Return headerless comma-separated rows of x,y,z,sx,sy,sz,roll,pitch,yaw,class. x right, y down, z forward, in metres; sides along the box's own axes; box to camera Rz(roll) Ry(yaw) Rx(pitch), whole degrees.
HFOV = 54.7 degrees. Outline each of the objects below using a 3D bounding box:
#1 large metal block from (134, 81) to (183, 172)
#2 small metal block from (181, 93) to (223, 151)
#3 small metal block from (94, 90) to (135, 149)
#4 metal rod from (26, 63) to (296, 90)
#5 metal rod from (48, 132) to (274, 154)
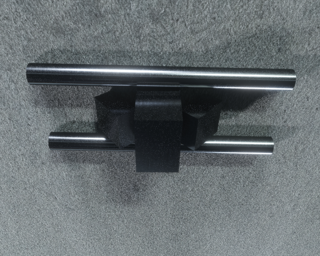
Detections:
-0.002,-0.003,0.373,0.050,0.080,0.079,1,130,-1,large metal block
0.050,-0.008,0.385,0.025,0.050,0.050,30,138,30,small metal block
-0.054,-0.011,0.381,0.025,0.050,0.050,-28,139,-30,small metal block
0.003,-0.059,0.358,0.302,0.025,0.025,1,130,-2,metal rod
0.003,0.021,0.427,0.302,0.025,0.025,1,130,-2,metal rod
